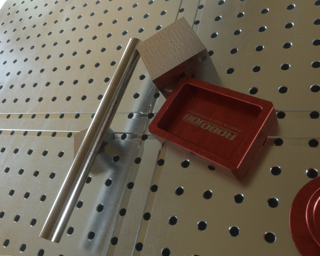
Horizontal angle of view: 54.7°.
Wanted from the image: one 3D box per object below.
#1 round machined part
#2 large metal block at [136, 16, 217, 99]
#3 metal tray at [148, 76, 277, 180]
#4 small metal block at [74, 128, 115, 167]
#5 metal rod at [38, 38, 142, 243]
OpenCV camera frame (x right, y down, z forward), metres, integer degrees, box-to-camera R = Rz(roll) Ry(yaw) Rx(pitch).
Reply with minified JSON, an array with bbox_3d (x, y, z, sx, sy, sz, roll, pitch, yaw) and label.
[{"bbox_3d":[0.162,0.082,0.262,0.098,0.042,0.098,-13,56,21],"label":"round machined part"},{"bbox_3d":[0.022,-0.099,0.441,0.080,0.050,0.080,-30,52,9],"label":"large metal block"},{"bbox_3d":[0.060,-0.006,0.376,0.130,0.030,0.090,25,75,36],"label":"metal tray"},{"bbox_3d":[-0.094,0.026,0.442,0.050,0.025,0.050,-22,54,15],"label":"small metal block"},{"bbox_3d":[-0.083,0.000,0.419,0.025,0.025,0.300,6,64,31],"label":"metal rod"}]
